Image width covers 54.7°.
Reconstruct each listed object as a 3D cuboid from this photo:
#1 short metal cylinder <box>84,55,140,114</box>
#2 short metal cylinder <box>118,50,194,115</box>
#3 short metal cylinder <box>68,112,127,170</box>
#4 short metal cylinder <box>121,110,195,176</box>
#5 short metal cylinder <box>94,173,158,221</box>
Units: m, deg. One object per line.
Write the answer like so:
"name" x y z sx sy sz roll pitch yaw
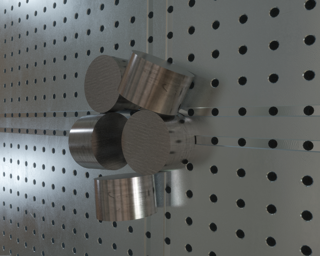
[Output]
"short metal cylinder" -0.064 -0.061 0.445 0.080 0.050 0.079 0 91 41
"short metal cylinder" -0.005 -0.056 0.378 0.080 0.081 0.050 35 111 34
"short metal cylinder" -0.081 0.019 0.442 0.050 0.081 0.080 -3 88 39
"short metal cylinder" -0.003 0.018 0.396 0.080 0.050 0.079 1 91 39
"short metal cylinder" -0.045 0.088 0.410 0.080 0.081 0.050 -8 86 40
